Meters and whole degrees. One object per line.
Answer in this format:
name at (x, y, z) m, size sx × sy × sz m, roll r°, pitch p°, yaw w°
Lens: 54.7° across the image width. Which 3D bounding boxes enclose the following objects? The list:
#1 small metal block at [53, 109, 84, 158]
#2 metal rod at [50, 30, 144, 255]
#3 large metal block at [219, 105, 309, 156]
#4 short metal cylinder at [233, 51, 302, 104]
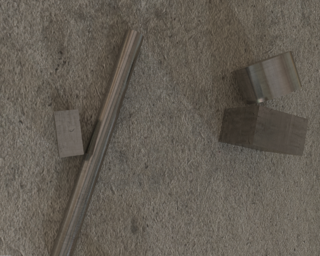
small metal block at (-0.106, 0.006, 0.357) m, size 0.025 × 0.050 × 0.050 m, roll -7°, pitch 93°, yaw -20°
metal rod at (-0.077, 0.022, 0.380) m, size 0.025 × 0.025 × 0.299 m, roll 19°, pitch 83°, yaw -19°
large metal block at (0.142, 0.004, 0.432) m, size 0.081 × 0.080 × 0.050 m, roll 13°, pitch 86°, yaw -20°
short metal cylinder at (0.150, -0.070, 0.435) m, size 0.081 × 0.080 × 0.050 m, roll -22°, pitch 98°, yaw -19°
